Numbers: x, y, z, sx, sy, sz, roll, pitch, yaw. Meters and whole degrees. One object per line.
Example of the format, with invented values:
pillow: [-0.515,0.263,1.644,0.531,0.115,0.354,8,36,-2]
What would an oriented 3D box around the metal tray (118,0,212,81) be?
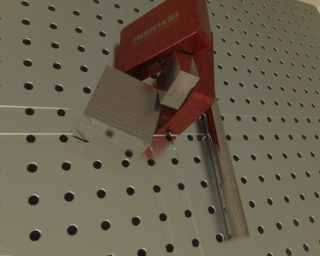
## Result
metal tray: [0.002,-0.124,0.420,0.030,0.130,0.090,33,45,-44]

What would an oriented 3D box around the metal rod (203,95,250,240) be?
metal rod: [0.081,0.005,0.450,0.025,0.025,0.299,7,59,-25]

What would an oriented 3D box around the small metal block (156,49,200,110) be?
small metal block: [0.020,-0.059,0.378,0.025,0.050,0.050,18,37,-22]

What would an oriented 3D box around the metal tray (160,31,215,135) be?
metal tray: [0.037,-0.067,0.428,0.030,0.090,0.130,18,55,-20]

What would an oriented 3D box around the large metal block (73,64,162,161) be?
large metal block: [-0.047,-0.018,0.379,0.080,0.050,0.080,25,53,-13]
